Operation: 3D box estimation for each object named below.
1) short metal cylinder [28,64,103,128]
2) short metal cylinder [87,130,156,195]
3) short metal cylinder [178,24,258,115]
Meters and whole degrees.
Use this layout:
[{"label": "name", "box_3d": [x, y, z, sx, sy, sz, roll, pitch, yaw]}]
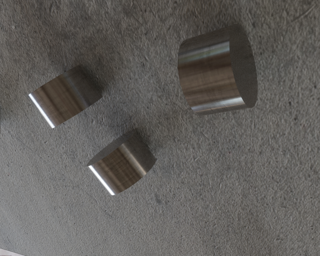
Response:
[{"label": "short metal cylinder", "box_3d": [-0.124, -0.042, 0.411, 0.080, 0.080, 0.050, -21, 107, 36]}, {"label": "short metal cylinder", "box_3d": [-0.053, 0.046, 0.428, 0.080, 0.080, 0.050, -28, 103, 37]}, {"label": "short metal cylinder", "box_3d": [0.059, -0.055, 0.306, 0.050, 0.080, 0.080, -9, 114, 32]}]
